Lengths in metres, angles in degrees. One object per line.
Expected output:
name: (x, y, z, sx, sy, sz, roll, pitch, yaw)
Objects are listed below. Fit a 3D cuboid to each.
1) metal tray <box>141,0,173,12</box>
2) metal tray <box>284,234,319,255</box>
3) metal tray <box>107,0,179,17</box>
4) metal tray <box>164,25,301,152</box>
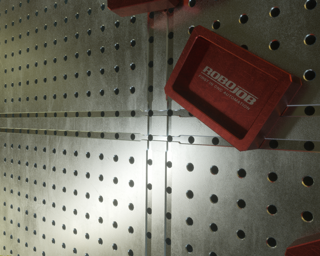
metal tray: (0.001, -0.227, 0.388, 0.090, 0.030, 0.129, -21, 76, 58)
metal tray: (0.185, 0.124, 0.254, 0.130, 0.030, 0.090, -34, 69, 34)
metal tray: (-0.024, -0.220, 0.405, 0.090, 0.030, 0.129, -1, 90, 24)
metal tray: (0.073, -0.046, 0.346, 0.130, 0.030, 0.089, 41, 115, 32)
